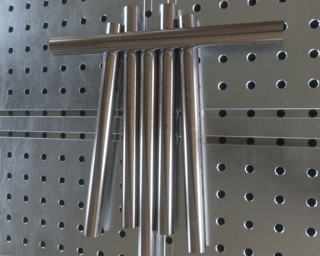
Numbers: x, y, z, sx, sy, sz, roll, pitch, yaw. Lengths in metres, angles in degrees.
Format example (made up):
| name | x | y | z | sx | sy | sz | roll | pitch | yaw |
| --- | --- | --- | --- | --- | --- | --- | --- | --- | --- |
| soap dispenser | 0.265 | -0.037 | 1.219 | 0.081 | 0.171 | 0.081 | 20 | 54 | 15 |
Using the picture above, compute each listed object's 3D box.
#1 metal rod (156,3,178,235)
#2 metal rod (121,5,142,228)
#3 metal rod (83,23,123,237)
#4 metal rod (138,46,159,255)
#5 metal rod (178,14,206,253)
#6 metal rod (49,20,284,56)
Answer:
| name | x | y | z | sx | sy | sz | roll | pitch | yaw |
| --- | --- | --- | --- | --- | --- | --- | --- | --- | --- |
| metal rod | 0.010 | -0.011 | 0.411 | 0.025 | 0.025 | 0.298 | 1 | 90 | 20 |
| metal rod | -0.039 | -0.015 | 0.427 | 0.025 | 0.025 | 0.298 | 1 | 90 | 20 |
| metal rod | -0.079 | 0.004 | 0.440 | 0.025 | 0.025 | 0.298 | 8 | 93 | 20 |
| metal rod | -0.016 | 0.041 | 0.418 | 0.025 | 0.025 | 0.298 | 1 | 91 | 20 |
| metal rod | 0.041 | 0.007 | 0.399 | 0.025 | 0.025 | 0.298 | -3 | 89 | 20 |
| metal rod | -0.007 | -0.110 | 0.389 | 0.301 | 0.025 | 0.025 | 2 | 91 | 20 |
